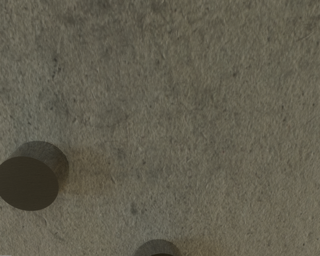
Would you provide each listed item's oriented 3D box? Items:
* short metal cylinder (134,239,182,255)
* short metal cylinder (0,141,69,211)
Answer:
[{"bbox_3d":[-0.001,0.216,0.464,0.081,0.050,0.079,0,92,-6],"label":"short metal cylinder"},{"bbox_3d":[-0.170,0.063,0.417,0.081,0.050,0.079,0,110,-1],"label":"short metal cylinder"}]
